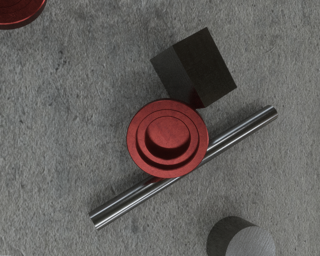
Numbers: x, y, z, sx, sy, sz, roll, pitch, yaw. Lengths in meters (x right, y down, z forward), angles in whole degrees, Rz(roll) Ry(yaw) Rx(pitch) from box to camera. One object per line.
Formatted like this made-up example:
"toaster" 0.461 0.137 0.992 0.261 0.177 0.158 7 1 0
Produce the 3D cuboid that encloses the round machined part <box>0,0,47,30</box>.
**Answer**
"round machined part" -0.174 -0.155 0.336 0.099 0.042 0.097 0 90 -20

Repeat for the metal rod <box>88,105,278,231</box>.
"metal rod" 0.044 0.046 0.425 0.302 0.025 0.025 -29 100 -18

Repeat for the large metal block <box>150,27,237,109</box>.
"large metal block" 0.039 -0.070 0.394 0.050 0.080 0.080 -33 101 -17

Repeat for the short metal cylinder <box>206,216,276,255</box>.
"short metal cylinder" 0.113 0.171 0.438 0.081 0.050 0.079 0 90 -20

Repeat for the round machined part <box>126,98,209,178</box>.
"round machined part" 0.010 0.010 0.390 0.099 0.042 0.097 1 103 3
